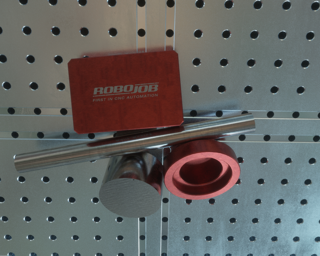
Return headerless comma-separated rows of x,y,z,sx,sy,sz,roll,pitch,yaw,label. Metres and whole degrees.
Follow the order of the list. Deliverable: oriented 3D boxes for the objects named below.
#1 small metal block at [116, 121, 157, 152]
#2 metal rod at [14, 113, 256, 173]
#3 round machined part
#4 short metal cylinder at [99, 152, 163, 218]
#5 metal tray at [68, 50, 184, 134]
-0.036,0.015,0.427,0.050,0.025,0.050,17,109,-7,small metal block
-0.033,0.020,0.393,0.302,0.025,0.025,-10,110,3,metal rod
0.053,0.049,0.411,0.099,0.042,0.097,-3,132,-3,round machined part
-0.036,0.076,0.415,0.080,0.050,0.079,3,129,4,short metal cylinder
-0.040,-0.043,0.380,0.131,0.030,0.089,-5,92,0,metal tray
